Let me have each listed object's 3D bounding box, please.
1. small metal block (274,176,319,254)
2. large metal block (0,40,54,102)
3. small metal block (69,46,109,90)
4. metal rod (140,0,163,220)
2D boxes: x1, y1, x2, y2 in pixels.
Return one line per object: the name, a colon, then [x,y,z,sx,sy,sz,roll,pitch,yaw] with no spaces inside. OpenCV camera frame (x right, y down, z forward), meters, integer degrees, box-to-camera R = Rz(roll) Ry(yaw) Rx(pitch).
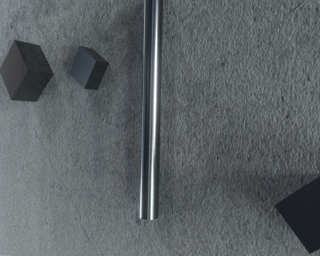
small metal block: [0.145,0.078,0.285,0.050,0.025,0.050,-47,63,29]
large metal block: [-0.260,-0.108,0.599,0.080,0.050,0.080,-46,63,30]
small metal block: [-0.115,-0.096,0.497,0.050,0.025,0.050,43,115,31]
metal rod: [-0.011,-0.030,0.412,0.025,0.025,0.298,2,91,39]
